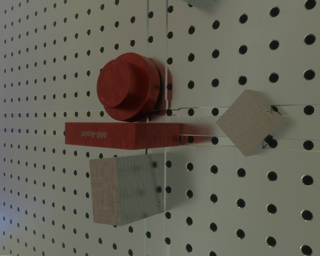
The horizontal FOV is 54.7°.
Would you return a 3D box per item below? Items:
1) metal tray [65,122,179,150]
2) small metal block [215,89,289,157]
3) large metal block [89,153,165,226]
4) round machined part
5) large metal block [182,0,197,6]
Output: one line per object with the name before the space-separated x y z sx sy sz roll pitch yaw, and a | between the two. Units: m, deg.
metal tray | -0.051 0.008 0.409 0.130 0.091 0.030 1 91 40
small metal block | 0.097 -0.005 0.330 0.050 0.025 0.050 -52 60 27
large metal block | -0.042 0.077 0.408 0.050 0.081 0.080 -8 85 40
round machined part | -0.051 -0.058 0.434 0.098 0.042 0.097 -6 80 38
large metal block | 0.021 -0.209 0.376 0.080 0.050 0.080 45 117 30
